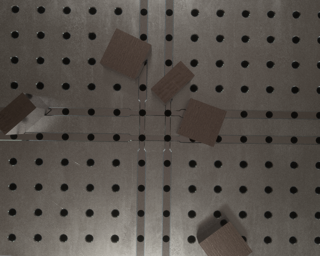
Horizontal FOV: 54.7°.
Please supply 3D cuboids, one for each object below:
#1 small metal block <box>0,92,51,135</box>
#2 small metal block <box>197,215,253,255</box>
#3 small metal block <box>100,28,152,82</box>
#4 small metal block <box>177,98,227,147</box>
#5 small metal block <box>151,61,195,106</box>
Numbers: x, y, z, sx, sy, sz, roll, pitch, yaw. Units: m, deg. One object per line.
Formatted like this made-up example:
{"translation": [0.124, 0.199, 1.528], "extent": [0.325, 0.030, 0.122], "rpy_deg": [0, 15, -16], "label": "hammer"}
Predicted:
{"translation": [-0.176, -0.018, 0.399], "extent": [0.050, 0.050, 0.025], "rpy_deg": [-41, 90, 0], "label": "small metal block"}
{"translation": [0.086, 0.156, 0.415], "extent": [0.050, 0.025, 0.050], "rpy_deg": [-36, 90, 0], "label": "small metal block"}
{"translation": [-0.045, -0.096, 0.413], "extent": [0.050, 0.025, 0.050], "rpy_deg": [26, 90, -1], "label": "small metal block"}
{"translation": [0.055, -0.007, 0.414], "extent": [0.050, 0.025, 0.050], "rpy_deg": [20, 90, -1], "label": "small metal block"}
{"translation": [0.016, -0.056, 0.401], "extent": [0.050, 0.050, 0.025], "rpy_deg": [-44, 91, 0], "label": "small metal block"}
